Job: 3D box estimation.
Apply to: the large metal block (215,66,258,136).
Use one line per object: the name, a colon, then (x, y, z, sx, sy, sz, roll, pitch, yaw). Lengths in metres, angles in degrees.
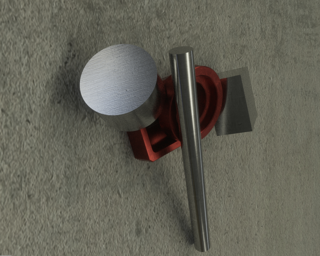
large metal block: (0.109, -0.042, 0.462, 0.080, 0.050, 0.080, -41, 118, -61)

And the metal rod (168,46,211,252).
metal rod: (0.042, 0.048, 0.387, 0.025, 0.025, 0.298, -34, 128, -35)

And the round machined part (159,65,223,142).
round machined part: (0.033, -0.032, 0.393, 0.099, 0.042, 0.097, -19, 118, -39)

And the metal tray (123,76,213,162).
metal tray: (0.013, -0.021, 0.416, 0.131, 0.030, 0.089, -26, 107, -37)

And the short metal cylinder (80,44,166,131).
short metal cylinder: (-0.037, -0.042, 0.332, 0.050, 0.080, 0.080, 60, 46, -68)
